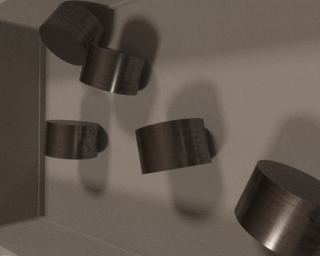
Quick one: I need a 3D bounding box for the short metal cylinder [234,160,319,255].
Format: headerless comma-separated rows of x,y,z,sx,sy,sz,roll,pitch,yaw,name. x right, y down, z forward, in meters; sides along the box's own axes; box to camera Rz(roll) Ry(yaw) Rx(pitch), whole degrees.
0.114,0.070,0.276,0.080,0.081,0.050,32,110,35,short metal cylinder

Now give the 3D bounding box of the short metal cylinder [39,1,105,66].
-0.132,-0.141,0.468,0.080,0.080,0.050,3,55,39,short metal cylinder

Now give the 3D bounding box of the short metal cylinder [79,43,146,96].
-0.064,-0.080,0.421,0.080,0.081,0.050,26,106,36,short metal cylinder

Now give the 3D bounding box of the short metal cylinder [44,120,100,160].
-0.136,0.016,0.480,0.080,0.081,0.050,9,96,39,short metal cylinder

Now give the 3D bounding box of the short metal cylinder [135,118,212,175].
0.015,0.022,0.357,0.080,0.081,0.050,-16,80,38,short metal cylinder
